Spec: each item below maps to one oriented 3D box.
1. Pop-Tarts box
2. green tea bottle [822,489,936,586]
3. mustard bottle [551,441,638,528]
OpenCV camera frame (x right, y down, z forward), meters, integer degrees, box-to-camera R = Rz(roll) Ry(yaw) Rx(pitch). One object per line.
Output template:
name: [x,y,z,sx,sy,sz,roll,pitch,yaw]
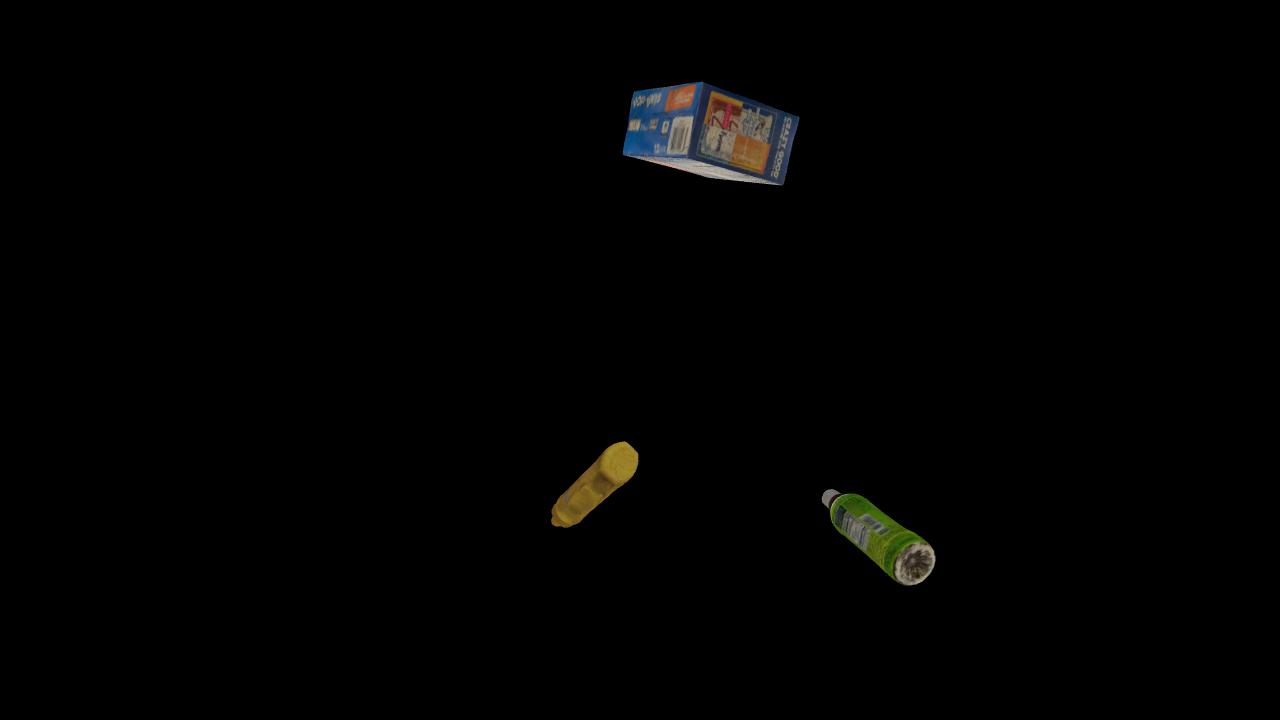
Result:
Pop-Tarts box: [0.080,-0.273,0.751,0.141,0.083,0.167,6,16,-29]
green tea bottle: [0.341,0.250,0.921,0.073,0.073,0.212,0,15,-16]
mustard bottle: [-0.080,0.199,0.922,0.184,0.054,0.092,-46,5,31]
